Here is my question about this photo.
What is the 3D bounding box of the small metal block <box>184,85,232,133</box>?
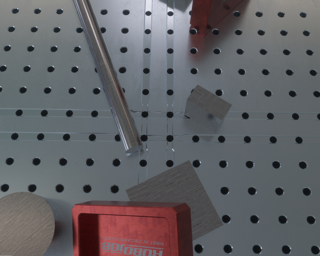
[{"bbox_3d":[0.061,-0.024,0.407,0.050,0.050,0.025,32,73,11],"label":"small metal block"}]

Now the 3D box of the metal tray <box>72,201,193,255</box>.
[{"bbox_3d":[-0.032,0.124,0.320,0.130,0.030,0.090,-6,83,29],"label":"metal tray"}]

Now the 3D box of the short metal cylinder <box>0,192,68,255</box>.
[{"bbox_3d":[-0.153,0.117,0.355,0.081,0.050,0.080,0,70,0],"label":"short metal cylinder"}]

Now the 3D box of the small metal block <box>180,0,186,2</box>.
[{"bbox_3d":[0.031,-0.239,0.499,0.050,0.025,0.050,29,72,10],"label":"small metal block"}]

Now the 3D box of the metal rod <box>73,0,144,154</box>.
[{"bbox_3d":[-0.085,-0.104,0.448,0.025,0.025,0.299,-19,71,-7],"label":"metal rod"}]

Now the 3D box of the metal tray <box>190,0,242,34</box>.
[{"bbox_3d":[0.101,-0.210,0.454,0.030,0.090,0.130,42,75,13],"label":"metal tray"}]

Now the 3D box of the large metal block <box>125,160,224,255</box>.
[{"bbox_3d":[0.015,0.095,0.363,0.080,0.050,0.080,-24,72,-9],"label":"large metal block"}]
